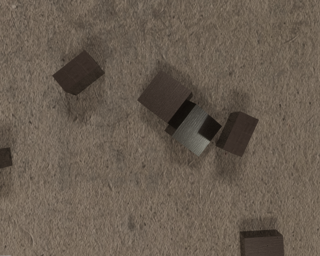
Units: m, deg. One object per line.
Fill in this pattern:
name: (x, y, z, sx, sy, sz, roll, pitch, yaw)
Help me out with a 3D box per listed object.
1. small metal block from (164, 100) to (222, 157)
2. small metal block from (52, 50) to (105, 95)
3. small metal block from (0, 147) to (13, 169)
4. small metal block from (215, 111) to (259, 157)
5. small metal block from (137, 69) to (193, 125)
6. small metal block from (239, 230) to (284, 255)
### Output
small metal block: (0.043, 0.001, 0.401, 0.050, 0.025, 0.050, 37, 90, -26)
small metal block: (-0.102, -0.069, 0.396, 0.050, 0.050, 0.025, -39, 90, 0)
small metal block: (-0.227, 0.042, 0.395, 0.050, 0.050, 0.025, -8, 90, 0)
small metal block: (0.098, 0.007, 0.399, 0.025, 0.050, 0.050, 25, 90, 0)
small metal block: (0.007, -0.039, 0.405, 0.050, 0.025, 0.050, 37, 90, 12)
small metal block: (0.135, 0.165, 0.412, 0.050, 0.025, 0.050, -3, 90, -1)
